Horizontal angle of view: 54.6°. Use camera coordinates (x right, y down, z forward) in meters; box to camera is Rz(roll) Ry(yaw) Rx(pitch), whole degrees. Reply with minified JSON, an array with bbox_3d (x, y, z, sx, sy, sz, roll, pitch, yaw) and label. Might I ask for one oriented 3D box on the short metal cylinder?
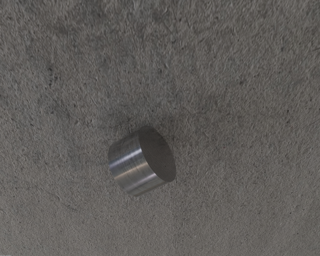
[{"bbox_3d":[-0.022,0.043,0.408,0.050,0.080,0.080,-29,124,22],"label":"short metal cylinder"}]
